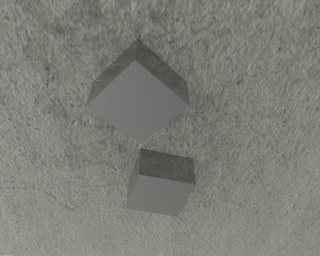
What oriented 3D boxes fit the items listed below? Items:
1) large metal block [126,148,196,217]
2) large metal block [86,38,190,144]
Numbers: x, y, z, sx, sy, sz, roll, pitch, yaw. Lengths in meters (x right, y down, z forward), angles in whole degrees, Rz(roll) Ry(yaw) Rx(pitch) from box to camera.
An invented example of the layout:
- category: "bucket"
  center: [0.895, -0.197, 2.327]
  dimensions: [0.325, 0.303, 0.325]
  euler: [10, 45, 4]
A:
- category: "large metal block"
  center: [0.000, 0.083, 0.461]
  dimensions: [0.081, 0.050, 0.079]
  euler: [12, 129, -11]
- category: "large metal block"
  center: [-0.024, -0.040, 0.357]
  dimensions: [0.080, 0.050, 0.080]
  euler: [37, 121, -28]
